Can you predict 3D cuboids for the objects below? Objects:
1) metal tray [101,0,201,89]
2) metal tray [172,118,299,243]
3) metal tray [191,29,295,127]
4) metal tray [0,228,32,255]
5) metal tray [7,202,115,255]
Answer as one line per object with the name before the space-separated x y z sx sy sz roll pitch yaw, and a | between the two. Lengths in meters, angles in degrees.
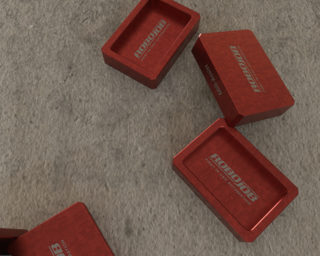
metal tray | -0.011 -0.131 0.453 0.090 0.030 0.130 31 72 10
metal tray | 0.089 0.062 0.383 0.090 0.030 0.130 -40 75 -14
metal tray | 0.109 -0.071 0.416 0.091 0.030 0.130 -13 67 -23
metal tray | -0.154 0.170 0.309 0.030 0.090 0.130 -16 71 -6
metal tray | -0.093 0.160 0.339 0.091 0.030 0.130 -30 75 -17
